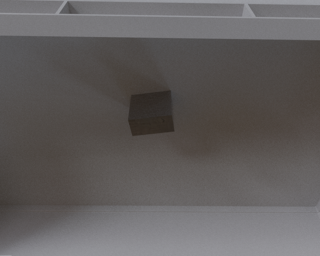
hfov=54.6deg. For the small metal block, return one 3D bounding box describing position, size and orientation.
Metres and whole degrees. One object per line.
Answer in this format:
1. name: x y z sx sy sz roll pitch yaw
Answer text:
1. small metal block: -0.010 -0.019 0.377 0.050 0.050 0.025 -6 130 5
